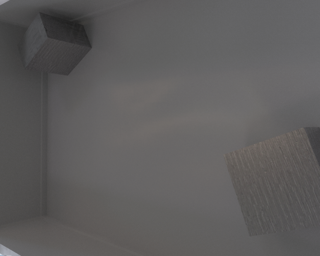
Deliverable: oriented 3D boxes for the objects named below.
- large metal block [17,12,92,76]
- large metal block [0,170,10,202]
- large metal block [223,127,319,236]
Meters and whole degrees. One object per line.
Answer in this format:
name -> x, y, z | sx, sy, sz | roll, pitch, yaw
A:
large metal block -> -0.176, -0.136, 0.516 | 0.080, 0.081, 0.050 | -36, 68, 34
large metal block -> -0.406, 0.142, 0.709 | 0.080, 0.081, 0.050 | -44, 64, 31
large metal block -> 0.118, 0.050, 0.293 | 0.080, 0.050, 0.080 | -25, 74, 37
